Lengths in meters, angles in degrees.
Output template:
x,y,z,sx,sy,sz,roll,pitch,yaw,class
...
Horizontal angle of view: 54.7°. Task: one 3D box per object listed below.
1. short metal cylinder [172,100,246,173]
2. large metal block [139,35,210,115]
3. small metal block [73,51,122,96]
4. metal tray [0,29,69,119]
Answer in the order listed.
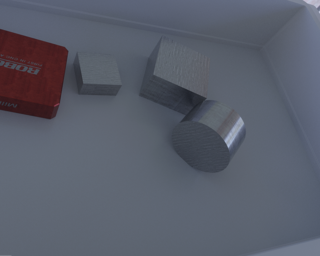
x,y,z,sx,sy,sz,roll,pitch,yaw,class
0.063,0.011,0.399,0.080,0.080,0.050,43,51,1,short metal cylinder
0.023,-0.075,0.449,0.080,0.050,0.080,22,54,-16,large metal block
-0.082,-0.071,0.406,0.050,0.025,0.050,-2,63,-29,small metal block
-0.177,-0.067,0.348,0.131,0.030,0.090,12,57,-22,metal tray
